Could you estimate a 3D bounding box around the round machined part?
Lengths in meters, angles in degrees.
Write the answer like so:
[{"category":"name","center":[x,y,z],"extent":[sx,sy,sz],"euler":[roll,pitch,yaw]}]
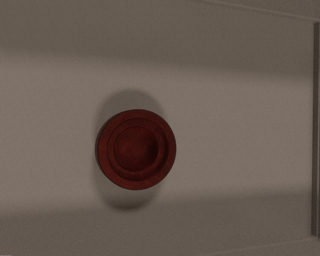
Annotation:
[{"category":"round machined part","center":[-0.033,0.026,0.390],"extent":[0.099,0.042,0.097],"euler":[0,90,-21]}]
